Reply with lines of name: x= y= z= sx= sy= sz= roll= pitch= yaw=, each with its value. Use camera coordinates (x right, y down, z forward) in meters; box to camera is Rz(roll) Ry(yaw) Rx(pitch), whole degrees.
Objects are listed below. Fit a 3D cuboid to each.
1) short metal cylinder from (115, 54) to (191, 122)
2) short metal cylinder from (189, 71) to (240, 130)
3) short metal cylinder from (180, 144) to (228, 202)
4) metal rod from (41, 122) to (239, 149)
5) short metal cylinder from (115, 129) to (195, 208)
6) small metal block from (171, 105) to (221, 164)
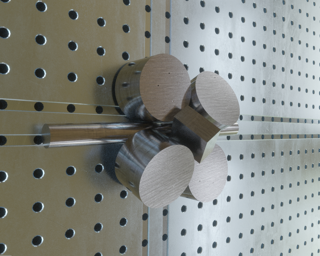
short metal cylinder: x=-0.007 y=-0.047 z=0.382 sx=0.081 sy=0.050 sz=0.079 roll=0 pitch=90 yaw=-40
short metal cylinder: x=0.062 y=-0.030 z=0.423 sx=0.081 sy=0.050 sz=0.080 roll=19 pitch=56 yaw=-31
short metal cylinder: x=0.049 y=0.058 z=0.429 sx=0.081 sy=0.050 sz=0.079 roll=0 pitch=90 yaw=-40
metal rod: x=0.002 y=0.004 z=0.406 sx=0.302 sy=0.025 sz=0.025 roll=-2 pitch=92 yaw=-40
short metal cylinder: x=-0.006 y=0.047 z=0.368 sx=0.081 sy=0.050 sz=0.079 roll=-19 pitch=122 yaw=-33
small metal block: x=0.041 y=0.008 z=0.377 sx=0.025 sy=0.050 sz=0.050 roll=-40 pitch=157 yaw=-27
